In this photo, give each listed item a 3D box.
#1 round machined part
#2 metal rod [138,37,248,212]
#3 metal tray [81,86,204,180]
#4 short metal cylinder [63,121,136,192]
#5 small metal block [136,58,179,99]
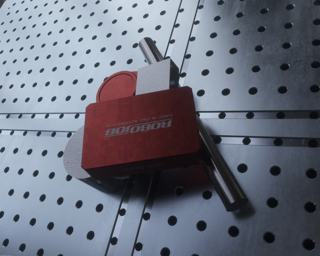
[{"bbox_3d":[-0.052,-0.043,0.445,0.098,0.042,0.098,-14,56,22],"label":"round machined part"},{"bbox_3d":[0.028,-0.028,0.406,0.025,0.025,0.300,-31,52,8],"label":"metal rod"},{"bbox_3d":[-0.021,0.005,0.359,0.131,0.030,0.090,-9,57,8],"label":"metal tray"},{"bbox_3d":[-0.077,0.037,0.405,0.080,0.050,0.080,-13,56,21],"label":"short metal cylinder"},{"bbox_3d":[-0.003,-0.059,0.411,0.050,0.025,0.050,-12,59,27],"label":"small metal block"}]
